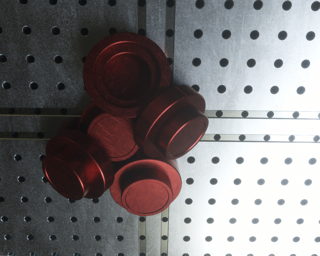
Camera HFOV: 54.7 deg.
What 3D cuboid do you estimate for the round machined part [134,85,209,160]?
[{"bbox_3d":[0.020,0.000,0.373,0.042,0.099,0.098,45,109,28],"label":"round machined part"}]

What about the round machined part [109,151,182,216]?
[{"bbox_3d":[-0.019,0.081,0.421,0.099,0.042,0.097,-3,122,-5],"label":"round machined part"}]

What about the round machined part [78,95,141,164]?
[{"bbox_3d":[-0.057,0.004,0.404,0.099,0.042,0.097,0,110,-1],"label":"round machined part"}]

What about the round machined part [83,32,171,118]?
[{"bbox_3d":[-0.039,-0.060,0.370,0.099,0.042,0.097,0,89,-6],"label":"round machined part"}]

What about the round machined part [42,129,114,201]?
[{"bbox_3d":[-0.111,0.054,0.397,0.098,0.042,0.097,17,128,24],"label":"round machined part"}]
